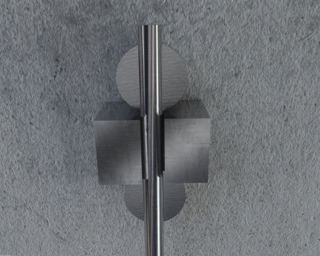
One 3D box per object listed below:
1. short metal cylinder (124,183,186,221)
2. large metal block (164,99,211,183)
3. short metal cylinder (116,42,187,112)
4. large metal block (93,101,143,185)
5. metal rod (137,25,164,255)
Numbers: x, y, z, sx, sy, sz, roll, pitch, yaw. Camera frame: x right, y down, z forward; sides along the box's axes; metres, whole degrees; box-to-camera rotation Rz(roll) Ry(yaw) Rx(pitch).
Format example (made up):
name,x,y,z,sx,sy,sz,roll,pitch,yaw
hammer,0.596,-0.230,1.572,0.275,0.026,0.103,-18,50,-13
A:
name,x,y,z,sx,sy,sz,roll,pitch,yaw
short metal cylinder,-0.007,0.082,0.428,0.081,0.050,0.079,0,110,0
large metal block,0.030,0.013,0.387,0.050,0.080,0.079,-1,110,0
short metal cylinder,-0.009,-0.064,0.374,0.081,0.050,0.079,0,110,0
large metal block,-0.047,0.015,0.387,0.050,0.080,0.079,-1,110,0
metal rod,-0.009,0.034,0.369,0.025,0.025,0.298,-1,110,0
